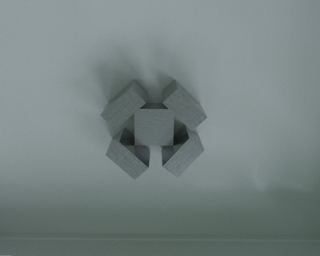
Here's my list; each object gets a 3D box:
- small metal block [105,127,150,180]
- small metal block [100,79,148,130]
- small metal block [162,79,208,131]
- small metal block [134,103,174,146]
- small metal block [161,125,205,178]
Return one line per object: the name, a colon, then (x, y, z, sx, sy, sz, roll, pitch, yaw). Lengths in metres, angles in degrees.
small metal block: (-0.040, 0.033, 0.408, 0.025, 0.050, 0.050, -43, 105, 15)
small metal block: (-0.043, -0.031, 0.384, 0.050, 0.050, 0.025, -40, 105, 14)
small metal block: (0.029, -0.029, 0.385, 0.025, 0.050, 0.050, -43, 106, 13)
small metal block: (-0.007, -0.005, 0.407, 0.050, 0.025, 0.050, 1, 110, -1)
small metal block: (0.028, 0.029, 0.406, 0.025, 0.050, 0.050, 38, 105, -14)
